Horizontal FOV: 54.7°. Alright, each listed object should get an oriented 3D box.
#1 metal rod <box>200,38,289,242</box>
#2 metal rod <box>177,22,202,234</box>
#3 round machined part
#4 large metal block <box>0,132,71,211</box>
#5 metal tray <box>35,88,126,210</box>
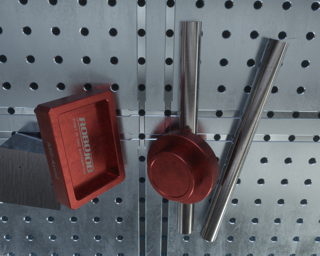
[{"bbox_3d":[0.109,0.030,0.425,0.025,0.025,0.298,13,110,-5],"label":"metal rod"},{"bbox_3d":[0.038,0.013,0.418,0.025,0.025,0.298,0,110,0],"label":"metal rod"},{"bbox_3d":[0.023,0.055,0.401,0.098,0.042,0.097,12,114,30],"label":"round machined part"},{"bbox_3d":[-0.165,0.058,0.419,0.081,0.050,0.079,10,110,-4],"label":"large metal block"},{"bbox_3d":[-0.093,0.024,0.387,0.030,0.091,0.129,12,117,40],"label":"metal tray"}]
